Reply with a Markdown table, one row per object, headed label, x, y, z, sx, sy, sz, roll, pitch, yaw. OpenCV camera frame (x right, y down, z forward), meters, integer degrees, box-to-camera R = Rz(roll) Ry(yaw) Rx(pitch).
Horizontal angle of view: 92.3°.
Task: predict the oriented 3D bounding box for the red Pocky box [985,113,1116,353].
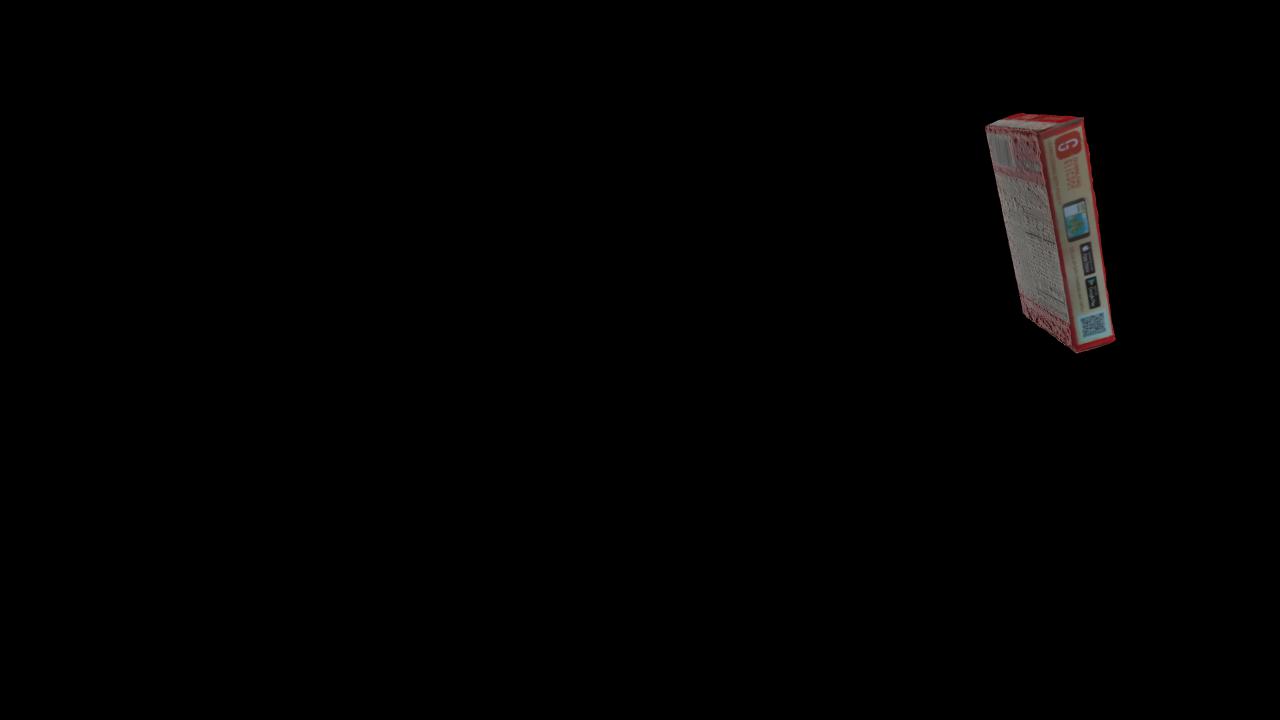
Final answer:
| label | x | y | z | sx | sy | sz | roll | pitch | yaw |
| --- | --- | --- | --- | --- | --- | --- | --- | --- | --- |
| red Pocky box | 0.281 | -0.090 | 0.423 | 0.028 | 0.155 | 0.083 | -19 | 20 | 13 |
